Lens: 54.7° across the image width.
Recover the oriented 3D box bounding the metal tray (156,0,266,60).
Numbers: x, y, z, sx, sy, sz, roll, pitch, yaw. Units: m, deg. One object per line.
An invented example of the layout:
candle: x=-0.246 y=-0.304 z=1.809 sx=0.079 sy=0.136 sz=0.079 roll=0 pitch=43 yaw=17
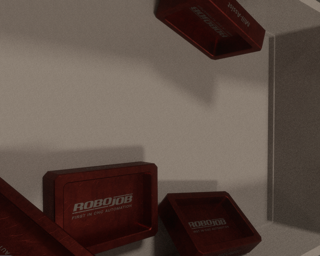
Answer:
metal tray: x=0.071 y=-0.143 z=0.425 sx=0.131 sy=0.090 sz=0.030 roll=25 pitch=75 yaw=-38

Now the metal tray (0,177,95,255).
metal tray: x=-0.125 y=0.105 z=0.244 sx=0.090 sy=0.130 sz=0.030 roll=-48 pitch=163 yaw=-29

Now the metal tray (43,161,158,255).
metal tray: x=-0.062 y=0.089 z=0.353 sx=0.131 sy=0.030 sz=0.089 roll=-1 pitch=91 yaw=-40

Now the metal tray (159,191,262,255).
metal tray: x=0.069 y=0.132 z=0.426 sx=0.131 sy=0.090 sz=0.030 roll=8 pitch=125 yaw=-40
